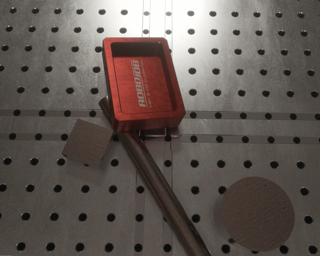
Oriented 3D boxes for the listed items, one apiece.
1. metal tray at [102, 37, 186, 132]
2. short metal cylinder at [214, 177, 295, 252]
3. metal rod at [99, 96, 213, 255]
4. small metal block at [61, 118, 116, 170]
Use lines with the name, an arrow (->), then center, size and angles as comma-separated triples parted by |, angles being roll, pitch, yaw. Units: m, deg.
metal tray -> -0.025, -0.062, 0.415 | 0.091, 0.030, 0.130 | -5, 65, -16
short metal cylinder -> 0.107, 0.101, 0.363 | 0.081, 0.050, 0.080 | 0, 70, 0
metal rod -> 0.005, 0.083, 0.381 | 0.025, 0.025, 0.299 | -29, 73, -10
small metal block -> -0.091, 0.021, 0.403 | 0.050, 0.025, 0.050 | 18, 71, 6
